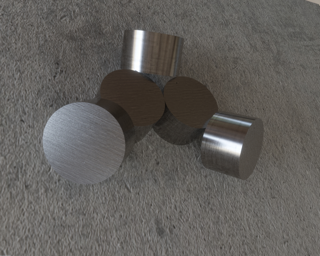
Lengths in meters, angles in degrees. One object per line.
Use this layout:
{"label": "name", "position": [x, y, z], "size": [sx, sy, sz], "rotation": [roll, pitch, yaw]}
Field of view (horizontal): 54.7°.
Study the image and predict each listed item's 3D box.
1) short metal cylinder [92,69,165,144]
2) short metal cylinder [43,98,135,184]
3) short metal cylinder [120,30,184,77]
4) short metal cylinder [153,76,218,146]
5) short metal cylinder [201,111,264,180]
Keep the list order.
{"label": "short metal cylinder", "position": [-0.041, -0.025, 0.382], "size": [0.081, 0.050, 0.080], "rotation": [14, 56, -21]}
{"label": "short metal cylinder", "position": [-0.070, 0.011, 0.317], "size": [0.080, 0.080, 0.050], "rotation": [40, 11, -2]}
{"label": "short metal cylinder", "position": [-0.011, -0.100, 0.417], "size": [0.081, 0.080, 0.050], "rotation": [2, 104, -28]}
{"label": "short metal cylinder", "position": [0.031, -0.023, 0.419], "size": [0.081, 0.050, 0.080], "rotation": [14, 56, -21]}
{"label": "short metal cylinder", "position": [0.095, 0.021, 0.400], "size": [0.050, 0.080, 0.080], "rotation": [15, 41, 33]}
